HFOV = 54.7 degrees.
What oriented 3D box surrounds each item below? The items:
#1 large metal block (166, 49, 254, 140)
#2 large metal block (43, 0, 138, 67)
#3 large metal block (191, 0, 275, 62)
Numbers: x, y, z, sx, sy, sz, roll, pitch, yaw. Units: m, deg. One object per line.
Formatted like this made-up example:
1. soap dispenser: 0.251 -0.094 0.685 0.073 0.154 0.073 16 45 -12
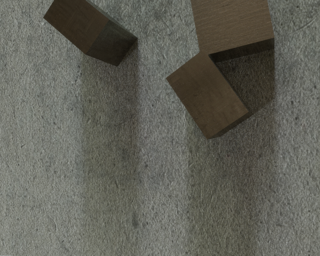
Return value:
1. large metal block: 0.061 -0.035 0.358 0.050 0.080 0.080 -36 79 16
2. large metal block: -0.089 -0.132 0.411 0.080 0.080 0.050 42 103 15
3. large metal block: 0.086 -0.128 0.365 0.080 0.050 0.080 -11 87 19
